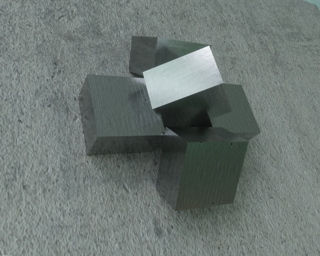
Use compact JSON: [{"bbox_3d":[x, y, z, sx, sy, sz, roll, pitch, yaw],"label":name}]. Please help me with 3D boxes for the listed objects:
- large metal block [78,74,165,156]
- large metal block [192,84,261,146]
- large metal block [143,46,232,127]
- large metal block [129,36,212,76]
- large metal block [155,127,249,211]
[{"bbox_3d":[-0.048,-0.015,0.373,0.081,0.050,0.080,-1,62,-29],"label":"large metal block"},{"bbox_3d":[0.084,-0.017,0.444,0.081,0.050,0.080,0,62,-29],"label":"large metal block"},{"bbox_3d":[0.036,-0.043,0.374,0.080,0.080,0.050,-20,66,11],"label":"large metal block"},{"bbox_3d":[0.011,-0.096,0.429,0.081,0.080,0.050,-1,106,-29],"label":"large metal block"},{"bbox_3d":[0.047,0.044,0.362,0.081,0.079,0.050,1,18,-27],"label":"large metal block"}]
